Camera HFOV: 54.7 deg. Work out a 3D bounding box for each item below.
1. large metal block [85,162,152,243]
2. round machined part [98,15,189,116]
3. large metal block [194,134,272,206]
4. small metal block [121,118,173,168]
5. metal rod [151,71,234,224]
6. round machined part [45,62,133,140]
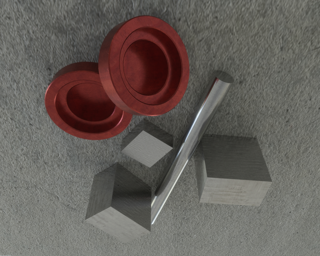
[{"bbox_3d":[-0.058,0.112,0.466,0.050,0.080,0.080,-32,123,24],"label":"large metal block"},{"bbox_3d":[-0.019,-0.061,0.320,0.042,0.098,0.098,4,146,52],"label":"round machined part"},{"bbox_3d":[0.094,0.055,0.419,0.081,0.080,0.050,5,130,-4],"label":"large metal block"},{"bbox_3d":[-0.018,0.022,0.425,0.050,0.025,0.050,32,123,-24],"label":"small metal block"},{"bbox_3d":[0.028,0.049,0.448,0.025,0.025,0.298,14,129,-12],"label":"metal rod"},{"bbox_3d":[-0.080,-0.035,0.365,0.099,0.042,0.097,0,130,0],"label":"round machined part"}]
